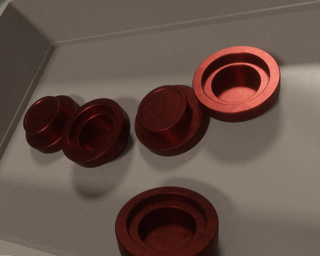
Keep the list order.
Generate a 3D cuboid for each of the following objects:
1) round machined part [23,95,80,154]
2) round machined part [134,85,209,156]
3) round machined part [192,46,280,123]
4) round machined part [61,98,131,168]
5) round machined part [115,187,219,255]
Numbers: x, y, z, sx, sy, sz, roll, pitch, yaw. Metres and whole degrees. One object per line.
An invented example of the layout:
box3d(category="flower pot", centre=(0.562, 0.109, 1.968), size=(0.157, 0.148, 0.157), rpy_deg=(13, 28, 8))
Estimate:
box3d(category="round machined part", centre=(-0.175, -0.012, 0.492), size=(0.098, 0.042, 0.098), rpy_deg=(-13, 56, 20))
box3d(category="round machined part", centre=(0.010, -0.016, 0.398), size=(0.098, 0.042, 0.098), rpy_deg=(-13, 56, 20))
box3d(category="round machined part", centre=(0.092, -0.047, 0.371), size=(0.098, 0.042, 0.098), rpy_deg=(-10, 57, 15))
box3d(category="round machined part", centre=(-0.084, 0.010, 0.431), size=(0.098, 0.042, 0.098), rpy_deg=(-13, 56, 20))
box3d(category="round machined part", centre=(0.008, 0.105, 0.306), size=(0.099, 0.042, 0.098), rpy_deg=(-4, 28, 2))
